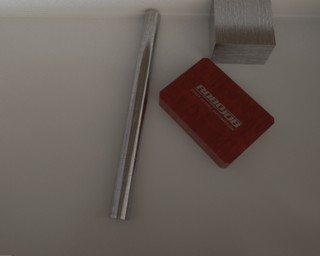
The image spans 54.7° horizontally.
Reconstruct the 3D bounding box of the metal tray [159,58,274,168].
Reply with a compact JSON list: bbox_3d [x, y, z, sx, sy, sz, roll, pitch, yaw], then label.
[{"bbox_3d":[0.073,-0.022,0.416,0.090,0.030,0.130,-40,75,-14],"label":"metal tray"}]

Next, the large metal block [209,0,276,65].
[{"bbox_3d":[0.115,-0.141,0.449,0.081,0.050,0.080,2,70,0],"label":"large metal block"}]

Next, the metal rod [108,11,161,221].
[{"bbox_3d":[-0.030,-0.031,0.420,0.025,0.025,0.299,7,70,2],"label":"metal rod"}]
